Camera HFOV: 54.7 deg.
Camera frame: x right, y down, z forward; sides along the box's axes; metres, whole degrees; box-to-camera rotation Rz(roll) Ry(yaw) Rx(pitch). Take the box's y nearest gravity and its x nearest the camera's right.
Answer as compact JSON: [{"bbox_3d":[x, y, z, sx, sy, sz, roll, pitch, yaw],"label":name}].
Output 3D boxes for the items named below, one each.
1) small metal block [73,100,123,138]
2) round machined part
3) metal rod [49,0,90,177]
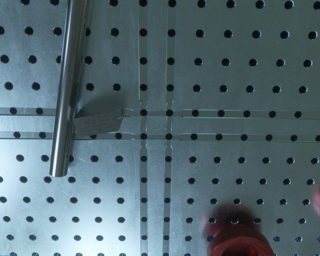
[{"bbox_3d":[-0.077,-0.012,0.395,0.050,0.050,0.025,-9,110,3],"label":"small metal block"},{"bbox_3d":[0.120,0.192,0.476,0.099,0.042,0.097,0,110,0],"label":"round machined part"},{"bbox_3d":[-0.111,-0.074,0.384,0.025,0.025,0.298,12,110,-5],"label":"metal rod"}]
